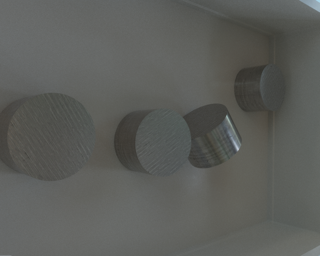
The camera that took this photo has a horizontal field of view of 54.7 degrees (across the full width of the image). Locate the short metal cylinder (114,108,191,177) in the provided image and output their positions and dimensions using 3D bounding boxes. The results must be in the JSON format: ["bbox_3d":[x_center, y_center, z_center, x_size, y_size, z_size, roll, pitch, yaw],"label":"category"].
[{"bbox_3d":[-0.009,0.017,0.381,0.081,0.050,0.079,0,90,-35],"label":"short metal cylinder"}]

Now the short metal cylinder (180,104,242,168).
[{"bbox_3d":[0.065,0.010,0.428,0.080,0.080,0.050,-47,119,-30],"label":"short metal cylinder"}]

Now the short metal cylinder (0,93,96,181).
[{"bbox_3d":[-0.111,0.008,0.299,0.081,0.050,0.079,0,90,-40],"label":"short metal cylinder"}]

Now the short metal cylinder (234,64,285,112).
[{"bbox_3d":[0.175,-0.068,0.540,0.081,0.050,0.079,0,90,-40],"label":"short metal cylinder"}]
